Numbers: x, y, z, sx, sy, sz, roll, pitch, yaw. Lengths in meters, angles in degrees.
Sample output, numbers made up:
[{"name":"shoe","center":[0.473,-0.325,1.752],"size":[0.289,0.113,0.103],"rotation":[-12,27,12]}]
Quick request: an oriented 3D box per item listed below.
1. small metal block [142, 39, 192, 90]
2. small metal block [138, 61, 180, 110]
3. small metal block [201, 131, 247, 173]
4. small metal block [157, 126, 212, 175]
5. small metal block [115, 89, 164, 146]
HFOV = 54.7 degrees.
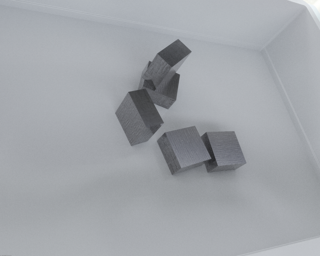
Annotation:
[{"name":"small metal block","center":[0.009,-0.085,0.416],"size":[0.025,0.050,0.050],"rotation":[44,51,2]},{"name":"small metal block","center":[-0.002,-0.061,0.444],"size":[0.050,0.025,0.050],"rotation":[21,54,-16]},{"name":"small metal block","center":[0.086,0.033,0.434],"size":[0.050,0.025,0.050],"rotation":[-1,62,-29]},{"name":"small metal block","center":[0.031,0.029,0.407],"size":[0.050,0.025,0.050],"rotation":[-12,68,-33]},{"name":"small metal block","center":[-0.027,-0.013,0.384],"size":[0.025,0.050,0.050],"rotation":[-16,71,-35]}]
